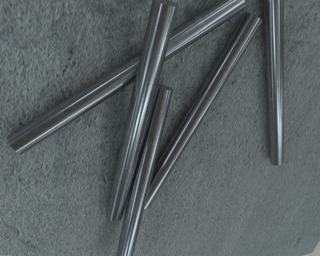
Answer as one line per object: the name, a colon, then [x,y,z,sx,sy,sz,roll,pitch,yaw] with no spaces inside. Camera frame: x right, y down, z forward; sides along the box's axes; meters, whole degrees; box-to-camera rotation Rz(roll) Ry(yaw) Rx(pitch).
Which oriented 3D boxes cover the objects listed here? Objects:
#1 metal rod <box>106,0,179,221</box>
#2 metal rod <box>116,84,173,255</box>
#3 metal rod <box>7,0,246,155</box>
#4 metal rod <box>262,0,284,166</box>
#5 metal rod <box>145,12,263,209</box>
metal rod: [-0.030,0.003,0.369,0.025,0.025,0.298,-2,127,-27]
metal rod: [-0.028,0.087,0.427,0.025,0.025,0.298,2,112,-29]
metal rod: [-0.032,-0.065,0.348,0.301,0.025,0.025,-34,129,-6]
metal rod: [0.174,-0.055,0.467,0.025,0.025,0.299,-27,128,-12]
metal rod: [0.045,-0.013,0.423,0.025,0.025,0.298,19,108,-36]
